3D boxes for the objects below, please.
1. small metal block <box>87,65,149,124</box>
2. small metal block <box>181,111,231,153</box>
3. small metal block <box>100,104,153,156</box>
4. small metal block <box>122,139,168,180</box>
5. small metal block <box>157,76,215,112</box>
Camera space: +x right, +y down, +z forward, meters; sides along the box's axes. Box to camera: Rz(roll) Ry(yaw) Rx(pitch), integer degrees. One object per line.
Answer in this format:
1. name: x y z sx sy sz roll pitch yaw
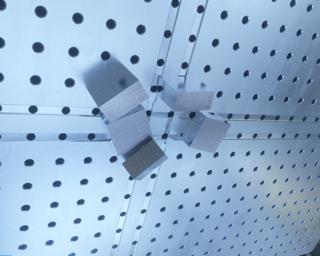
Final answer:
1. small metal block: -0.047 -0.039 0.345 0.050 0.050 0.025 -35 129 -5
2. small metal block: 0.067 0.005 0.450 0.050 0.025 0.050 15 111 -34
3. small metal block: -0.040 0.000 0.389 0.050 0.025 0.050 -24 127 -14
4. small metal block: -0.018 0.043 0.411 0.050 0.025 0.050 -39 168 -2
5. small metal block: 0.031 -0.043 0.384 0.050 0.050 0.025 -5 121 -26
